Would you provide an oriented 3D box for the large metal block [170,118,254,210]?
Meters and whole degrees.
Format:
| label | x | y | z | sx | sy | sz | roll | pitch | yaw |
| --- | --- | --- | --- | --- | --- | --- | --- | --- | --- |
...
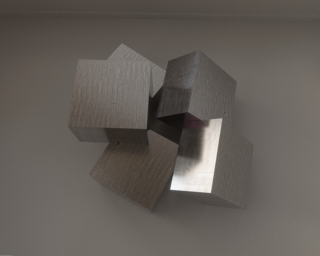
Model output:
| label | x | y | z | sx | sy | sz | roll | pitch | yaw |
| --- | --- | --- | --- | --- | --- | --- | --- | --- | --- |
| large metal block | 0.063 | 0.043 | 0.357 | 0.050 | 0.080 | 0.080 | -5 | 64 | 40 |

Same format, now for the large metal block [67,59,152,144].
| label | x | y | z | sx | sy | sz | roll | pitch | yaw |
| --- | --- | --- | --- | --- | --- | --- | --- | --- | --- |
| large metal block | -0.051 | -0.028 | 0.350 | 0.081 | 0.050 | 0.080 | 2 | 69 | 1 |

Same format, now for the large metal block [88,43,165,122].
| label | x | y | z | sx | sy | sz | roll | pitch | yaw |
| --- | --- | --- | --- | --- | --- | --- | --- | --- | --- |
| large metal block | -0.042 | -0.052 | 0.414 | 0.080 | 0.050 | 0.080 | 34 | 73 | 11 |

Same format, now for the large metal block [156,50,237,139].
| label | x | y | z | sx | sy | sz | roll | pitch | yaw |
| --- | --- | --- | --- | --- | --- | --- | --- | --- | --- |
| large metal block | 0.048 | -0.036 | 0.386 | 0.080 | 0.050 | 0.080 | 28 | 64 | -38 |

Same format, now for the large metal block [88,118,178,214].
| label | x | y | z | sx | sy | sz | roll | pitch | yaw |
| --- | --- | --- | --- | --- | --- | --- | --- | --- | --- |
| large metal block | -0.025 | 0.046 | 0.374 | 0.080 | 0.050 | 0.080 | 28 | 72 | 9 |
